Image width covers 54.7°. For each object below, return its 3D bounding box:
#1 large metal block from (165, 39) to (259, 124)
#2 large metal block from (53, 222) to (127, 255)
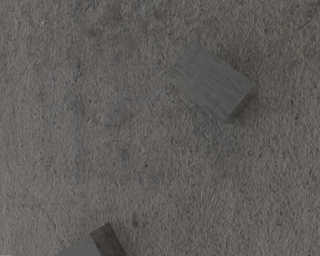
[{"bbox_3d":[0.063,-0.049,0.357,0.080,0.080,0.050,41,103,15],"label":"large metal block"},{"bbox_3d":[-0.093,0.192,0.429,0.080,0.050,0.080,-35,79,16],"label":"large metal block"}]
